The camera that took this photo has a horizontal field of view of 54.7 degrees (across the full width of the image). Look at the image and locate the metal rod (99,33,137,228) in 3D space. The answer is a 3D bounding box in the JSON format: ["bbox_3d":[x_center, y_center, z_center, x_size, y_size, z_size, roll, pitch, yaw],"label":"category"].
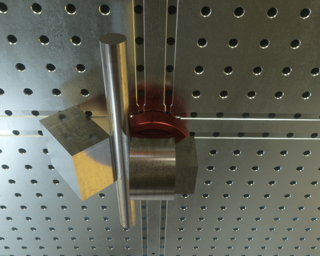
[{"bbox_3d":[-0.046,0.031,0.383,0.025,0.025,0.298,0,130,-1],"label":"metal rod"}]

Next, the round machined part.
[{"bbox_3d":[-0.009,0.016,0.413,0.099,0.042,0.097,-1,130,0],"label":"round machined part"}]

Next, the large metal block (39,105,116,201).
[{"bbox_3d":[-0.103,0.031,0.392,0.050,0.080,0.079,-29,139,-31],"label":"large metal block"}]

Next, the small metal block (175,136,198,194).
[{"bbox_3d":[0.029,0.045,0.379,0.025,0.050,0.050,1,130,-1],"label":"small metal block"}]

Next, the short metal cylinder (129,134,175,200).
[{"bbox_3d":[-0.009,0.047,0.376,0.050,0.080,0.079,1,130,-1],"label":"short metal cylinder"}]
